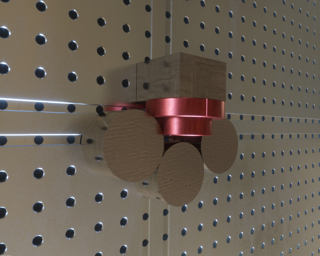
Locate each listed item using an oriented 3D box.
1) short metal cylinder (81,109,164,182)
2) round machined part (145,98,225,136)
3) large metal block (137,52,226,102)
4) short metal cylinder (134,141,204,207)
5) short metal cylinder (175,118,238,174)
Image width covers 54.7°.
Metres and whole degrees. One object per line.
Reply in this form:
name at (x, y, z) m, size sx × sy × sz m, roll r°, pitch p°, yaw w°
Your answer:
short metal cylinder at (-0.042, 0.019, 0.358) m, size 0.081 × 0.050 × 0.079 m, roll 0°, pitch 90°, yaw -40°
round machined part at (0.031, -0.011, 0.385) m, size 0.099 × 0.098 × 0.042 m, roll 2°, pitch 88°, yaw -40°
large metal block at (0.027, -0.058, 0.395) m, size 0.081 × 0.080 × 0.050 m, roll 1°, pitch 90°, yaw -40°
short metal cylinder at (0.012, 0.057, 0.403) m, size 0.081 × 0.050 × 0.079 m, roll 0°, pitch 90°, yaw -40°
short metal cylinder at (0.069, 0.024, 0.451) m, size 0.081 × 0.050 × 0.079 m, roll 0°, pitch 90°, yaw -40°
